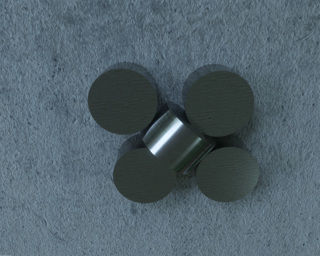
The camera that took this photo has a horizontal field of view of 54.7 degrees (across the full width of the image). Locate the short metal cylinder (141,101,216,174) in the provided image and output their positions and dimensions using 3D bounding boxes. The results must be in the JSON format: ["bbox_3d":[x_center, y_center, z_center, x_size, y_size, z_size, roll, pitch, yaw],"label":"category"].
[{"bbox_3d":[0.023,0.011,0.386,0.080,0.080,0.050,38,106,-13],"label":"short metal cylinder"}]

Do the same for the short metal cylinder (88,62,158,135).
[{"bbox_3d":[-0.043,-0.038,0.382,0.081,0.050,0.079,0,110,-1],"label":"short metal cylinder"}]

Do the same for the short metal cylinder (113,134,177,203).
[{"bbox_3d":[-0.019,0.053,0.416,0.081,0.050,0.079,0,110,-1],"label":"short metal cylinder"}]

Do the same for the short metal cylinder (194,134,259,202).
[{"bbox_3d":[0.086,0.052,0.417,0.081,0.050,0.079,0,110,-1],"label":"short metal cylinder"}]

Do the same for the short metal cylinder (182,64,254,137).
[{"bbox_3d":[0.069,-0.035,0.384,0.081,0.050,0.079,0,110,-1],"label":"short metal cylinder"}]
